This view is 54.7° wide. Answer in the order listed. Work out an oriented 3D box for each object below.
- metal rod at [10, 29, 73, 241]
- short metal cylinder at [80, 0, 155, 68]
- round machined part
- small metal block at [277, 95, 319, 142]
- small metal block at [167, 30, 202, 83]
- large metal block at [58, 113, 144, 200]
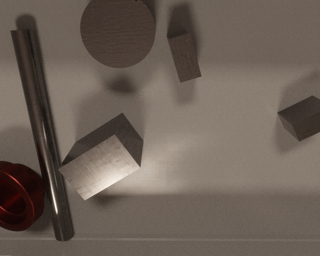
[{"bbox_3d":[-0.154,0.023,0.417,0.025,0.025,0.298,-3,110,1],"label":"metal rod"},{"bbox_3d":[-0.045,-0.113,0.356,0.081,0.050,0.079,0,110,-1],"label":"short metal cylinder"},{"bbox_3d":[-0.198,0.087,0.421,0.098,0.042,0.097,7,114,17],"label":"round machined part"},{"bbox_3d":[0.187,-0.013,0.396,0.050,0.050,0.025,-27,108,9],"label":"small metal block"},{"bbox_3d":[0.028,-0.086,0.367,0.025,0.050,0.050,-16,110,5],"label":"small metal block"},{"bbox_3d":[-0.070,0.033,0.393,0.080,0.080,0.050,-31,107,10],"label":"large metal block"}]
